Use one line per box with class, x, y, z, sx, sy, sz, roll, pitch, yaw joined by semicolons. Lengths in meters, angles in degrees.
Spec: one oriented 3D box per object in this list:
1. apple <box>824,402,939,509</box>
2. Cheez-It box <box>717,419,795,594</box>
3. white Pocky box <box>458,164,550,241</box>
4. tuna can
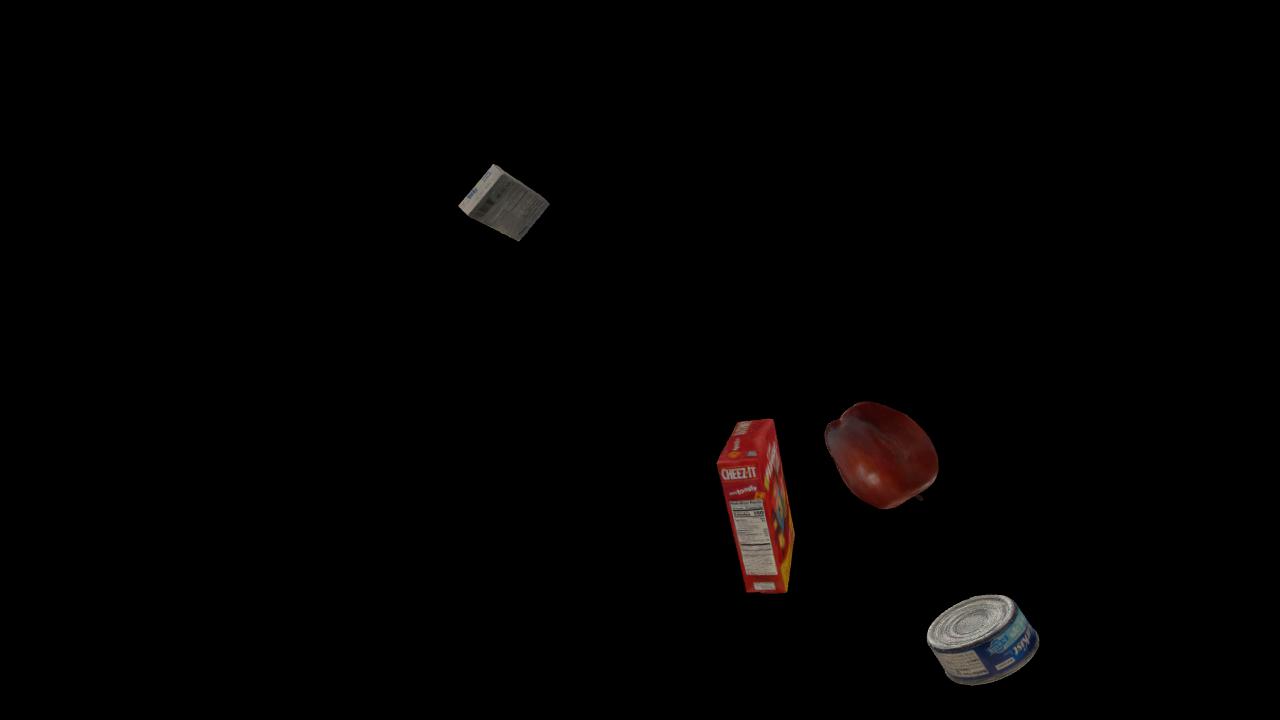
apple;0.203;0.080;0.518;0.079;0.093;0.079;-34;-17;-12
Cheez-It box;0.189;0.225;0.973;0.071;0.223;0.166;-8;13;21
white Pocky box;-0.203;-0.237;0.943;0.028;0.084;0.154;45;10;14
tuna can;0.297;0.241;0.537;0.084;0.034;0.084;-30;-8;-5
